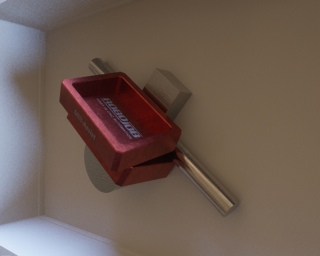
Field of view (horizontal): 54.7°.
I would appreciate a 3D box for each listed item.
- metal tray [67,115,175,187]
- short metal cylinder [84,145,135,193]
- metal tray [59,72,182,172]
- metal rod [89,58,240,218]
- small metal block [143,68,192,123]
[{"bbox_3d":[-0.050,0.013,0.401,0.130,0.091,0.030,47,118,29],"label":"metal tray"},{"bbox_3d":[-0.061,0.044,0.430,0.080,0.050,0.079,10,104,44],"label":"short metal cylinder"},{"bbox_3d":[-0.049,-0.015,0.368,0.130,0.091,0.030,47,135,29],"label":"metal tray"},{"bbox_3d":[-0.011,-0.005,0.414,0.300,0.025,0.025,46,118,29],"label":"metal rod"},{"bbox_3d":[0.005,-0.041,0.399,0.050,0.025,0.050,48,118,29],"label":"small metal block"}]
